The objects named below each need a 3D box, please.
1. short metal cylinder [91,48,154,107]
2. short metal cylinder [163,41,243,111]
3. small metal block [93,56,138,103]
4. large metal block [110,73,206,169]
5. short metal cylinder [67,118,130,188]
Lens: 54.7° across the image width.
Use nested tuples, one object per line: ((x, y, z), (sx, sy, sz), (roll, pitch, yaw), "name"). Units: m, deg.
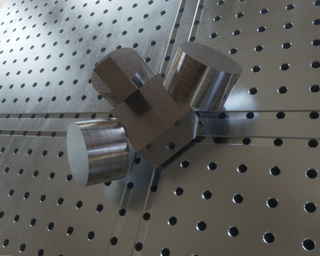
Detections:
((-0.054, -0.072, 0.460), (0.080, 0.050, 0.080), (-13, 56, 21), "short metal cylinder")
((0.050, -0.063, 0.371), (0.080, 0.081, 0.050), (51, 130, 39), "short metal cylinder")
((-0.053, -0.061, 0.389), (0.025, 0.050, 0.050), (-39, 7, 4), "small metal block")
((-0.003, -0.010, 0.392), (0.080, 0.050, 0.080), (-39, 51, 2), "large metal block")
((-0.078, 0.029, 0.384), (0.080, 0.050, 0.079), (18, 112, 55), "short metal cylinder")
